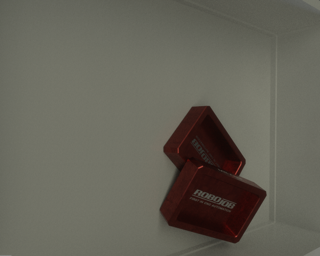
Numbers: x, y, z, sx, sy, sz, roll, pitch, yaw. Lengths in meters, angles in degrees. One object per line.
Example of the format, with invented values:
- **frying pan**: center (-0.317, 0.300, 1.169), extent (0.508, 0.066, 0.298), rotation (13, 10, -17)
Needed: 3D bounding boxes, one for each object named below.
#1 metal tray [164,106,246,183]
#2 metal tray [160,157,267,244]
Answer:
- **metal tray**: center (0.072, 0.042, 0.462), extent (0.130, 0.030, 0.090), rotation (51, 60, -28)
- **metal tray**: center (0.076, 0.103, 0.431), extent (0.131, 0.030, 0.090), rotation (24, 98, -27)
